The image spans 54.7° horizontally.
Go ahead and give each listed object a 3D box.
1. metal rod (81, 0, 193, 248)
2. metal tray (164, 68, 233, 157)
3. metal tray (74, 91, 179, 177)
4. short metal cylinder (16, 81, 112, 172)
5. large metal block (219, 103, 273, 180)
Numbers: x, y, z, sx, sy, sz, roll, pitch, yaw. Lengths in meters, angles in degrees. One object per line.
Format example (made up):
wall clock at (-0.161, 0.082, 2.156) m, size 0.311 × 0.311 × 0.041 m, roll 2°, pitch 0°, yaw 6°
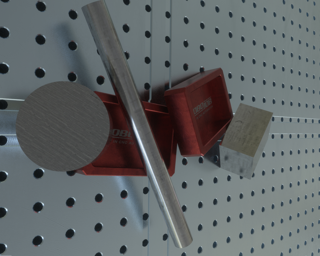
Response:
metal rod at (-0.019, 0.010, 0.354) m, size 0.025 × 0.025 × 0.298 m, roll -32°, pitch 110°, yaw -36°
metal tray at (0.061, -0.026, 0.432) m, size 0.131 × 0.030 × 0.089 m, roll -35°, pitch 113°, yaw -52°
metal tray at (-0.036, 0.012, 0.375) m, size 0.131 × 0.030 × 0.089 m, roll 9°, pitch 85°, yaw -40°
short metal cylinder at (-0.087, 0.000, 0.296) m, size 0.081 × 0.050 × 0.080 m, roll 0°, pitch 86°, yaw -5°
large metal block at (0.133, 0.022, 0.481) m, size 0.080 × 0.050 × 0.080 m, roll -59°, pitch 154°, yaw -23°
